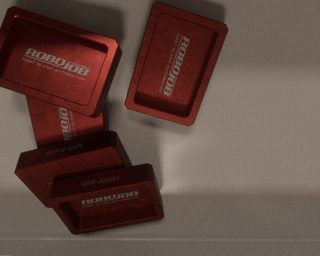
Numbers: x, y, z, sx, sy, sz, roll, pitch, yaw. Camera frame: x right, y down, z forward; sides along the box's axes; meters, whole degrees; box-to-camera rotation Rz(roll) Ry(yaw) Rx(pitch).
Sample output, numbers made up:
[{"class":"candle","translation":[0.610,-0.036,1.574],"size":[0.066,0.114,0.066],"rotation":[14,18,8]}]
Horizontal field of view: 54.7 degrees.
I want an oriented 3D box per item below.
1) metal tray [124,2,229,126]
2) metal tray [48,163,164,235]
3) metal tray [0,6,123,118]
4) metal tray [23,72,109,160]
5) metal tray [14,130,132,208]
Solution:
[{"class":"metal tray","translation":[0.017,-0.076,0.380],"size":[0.091,0.030,0.129],"rotation":[16,109,-7]},{"class":"metal tray","translation":[-0.066,0.097,0.410],"size":[0.131,0.030,0.090],"rotation":[-11,133,2]},{"class":"metal tray","translation":[-0.119,-0.073,0.353],"size":[0.131,0.030,0.090],"rotation":[19,87,2]},{"class":"metal tray","translation":[-0.116,-0.006,0.405],"size":[0.091,0.030,0.129],"rotation":[-4,110,1]},{"class":"metal tray","translation":[-0.107,0.058,0.411],"size":[0.131,0.030,0.090],"rotation":[-14,133,4]}]
